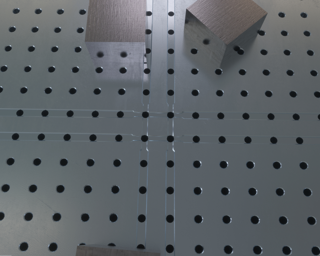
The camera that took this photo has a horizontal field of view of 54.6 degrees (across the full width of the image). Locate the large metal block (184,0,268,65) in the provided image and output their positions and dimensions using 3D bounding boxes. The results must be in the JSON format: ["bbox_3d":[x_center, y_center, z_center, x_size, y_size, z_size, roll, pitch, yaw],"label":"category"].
[{"bbox_3d":[0.094,-0.155,0.456,0.080,0.050,0.080,-39,75,-13],"label":"large metal block"}]

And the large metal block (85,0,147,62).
[{"bbox_3d":[-0.060,-0.144,0.451,0.080,0.050,0.080,0,70,0],"label":"large metal block"}]

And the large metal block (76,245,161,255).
[{"bbox_3d":[-0.042,0.153,0.326,0.080,0.080,0.050,5,70,2],"label":"large metal block"}]
